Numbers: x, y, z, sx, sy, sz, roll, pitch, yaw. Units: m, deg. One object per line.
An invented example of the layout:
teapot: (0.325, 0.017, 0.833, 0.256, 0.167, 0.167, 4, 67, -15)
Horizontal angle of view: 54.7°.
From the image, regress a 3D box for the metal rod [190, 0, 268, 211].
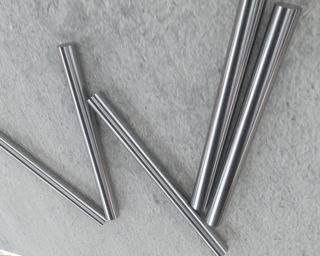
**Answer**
metal rod: (0.072, -0.013, 0.359, 0.025, 0.025, 0.298, 19, 126, 16)

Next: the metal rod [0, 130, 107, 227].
metal rod: (-0.218, 0.078, 0.566, 0.300, 0.025, 0.025, 37, 129, 3)

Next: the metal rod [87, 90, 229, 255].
metal rod: (0.002, 0.071, 0.448, 0.025, 0.025, 0.300, -32, 101, 38)

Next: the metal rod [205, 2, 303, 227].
metal rod: (0.096, 0.012, 0.362, 0.025, 0.025, 0.298, 20, 126, 16)

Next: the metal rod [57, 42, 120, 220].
metal rod: (-0.102, 0.022, 0.471, 0.025, 0.025, 0.298, 6, 121, 25)
